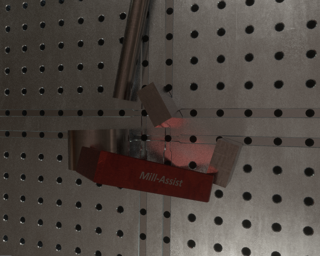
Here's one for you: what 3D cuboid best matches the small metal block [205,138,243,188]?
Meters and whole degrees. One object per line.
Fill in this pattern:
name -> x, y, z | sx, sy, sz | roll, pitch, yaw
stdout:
small metal block -> 0.078, 0.040, 0.372 | 0.025, 0.050, 0.050 | 19, 96, 18

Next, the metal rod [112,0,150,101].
metal rod -> -0.024, -0.186, 0.420 | 0.025, 0.025, 0.298 | 13, 94, 19

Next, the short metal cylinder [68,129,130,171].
short metal cylinder -> -0.080, 0.027, 0.410 | 0.080, 0.080, 0.050 | -1, 90, 19

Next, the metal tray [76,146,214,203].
metal tray -> -0.018, 0.051, 0.346 | 0.131, 0.090, 0.030 | 16, 83, -25

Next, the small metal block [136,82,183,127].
small metal block -> 0.001, -0.029, 0.398 | 0.025, 0.050, 0.050 | -30, 80, 17
